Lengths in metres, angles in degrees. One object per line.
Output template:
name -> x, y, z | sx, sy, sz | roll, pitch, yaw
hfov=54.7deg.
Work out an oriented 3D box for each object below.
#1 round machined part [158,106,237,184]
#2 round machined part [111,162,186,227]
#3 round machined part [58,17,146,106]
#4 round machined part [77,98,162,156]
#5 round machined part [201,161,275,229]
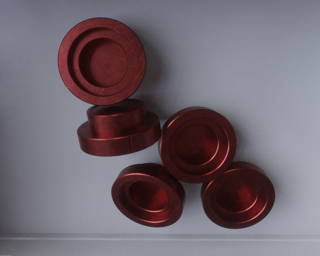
round machined part -> 0.046, 0.019, 0.404 | 0.099, 0.042, 0.097 | -2, 104, -9
round machined part -> -0.013, 0.086, 0.423 | 0.098, 0.042, 0.097 | 9, 125, 13
round machined part -> -0.065, -0.076, 0.366 | 0.099, 0.042, 0.097 | 0, 98, -2
round machined part -> -0.049, -0.006, 0.369 | 0.099, 0.098, 0.042 | -6, 110, 2
round machined part -> 0.106, 0.090, 0.436 | 0.099, 0.042, 0.097 | -1, 112, -1
